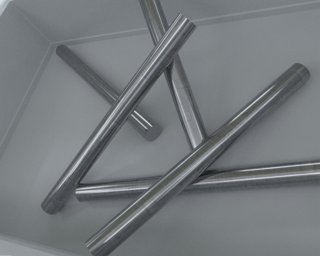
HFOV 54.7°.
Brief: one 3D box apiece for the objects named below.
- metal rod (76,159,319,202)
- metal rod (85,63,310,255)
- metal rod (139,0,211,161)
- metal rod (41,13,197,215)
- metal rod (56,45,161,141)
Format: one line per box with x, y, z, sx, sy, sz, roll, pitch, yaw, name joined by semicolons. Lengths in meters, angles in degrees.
0.035;0.062;0.348;0.301;0.025;0.025;-9;58;22;metal rod
0.049;0.028;0.332;0.301;0.025;0.025;-39;51;-11;metal rod
0.006;-0.102;0.383;0.025;0.025;0.299;-21;80;15;metal rod
-0.059;-0.006;0.380;0.299;0.025;0.025;-52;50;14;metal rod
-0.098;-0.070;0.497;0.025;0.025;0.300;-46;52;-4;metal rod
